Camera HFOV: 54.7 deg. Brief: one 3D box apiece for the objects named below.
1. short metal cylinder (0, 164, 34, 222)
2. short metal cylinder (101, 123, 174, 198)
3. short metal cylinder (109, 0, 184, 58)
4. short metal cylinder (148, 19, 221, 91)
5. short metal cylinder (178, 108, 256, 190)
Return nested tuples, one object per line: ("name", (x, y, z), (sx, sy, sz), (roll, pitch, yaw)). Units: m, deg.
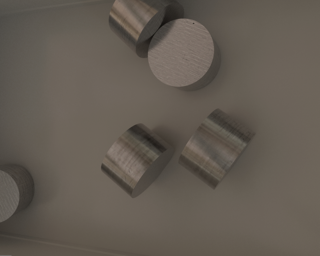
("short metal cylinder", (-0.241, 0.098, 0.471), (0.080, 0.050, 0.079), (0, 91, 1))
("short metal cylinder", (-0.027, 0.041, 0.391), (0.050, 0.080, 0.080), (38, 102, 16))
("short metal cylinder", (-0.016, -0.135, 0.387), (0.050, 0.080, 0.080), (46, 104, 14))
("short metal cylinder", (0.032, -0.088, 0.386), (0.080, 0.050, 0.080), (0, 90, 20))
("short metal cylinder", (0.066, 0.024, 0.358), (0.050, 0.080, 0.080), (36, 102, 16))
